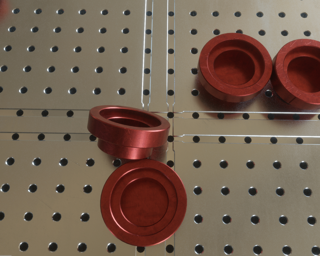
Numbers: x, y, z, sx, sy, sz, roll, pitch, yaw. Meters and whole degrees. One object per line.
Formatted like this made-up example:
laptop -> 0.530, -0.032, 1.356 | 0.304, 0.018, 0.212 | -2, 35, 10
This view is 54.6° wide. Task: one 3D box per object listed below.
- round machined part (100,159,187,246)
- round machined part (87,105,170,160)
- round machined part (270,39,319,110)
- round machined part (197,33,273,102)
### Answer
round machined part -> -0.018, 0.089, 0.370 | 0.099, 0.042, 0.098 | 0, 70, 0
round machined part -> -0.040, 0.006, 0.381 | 0.098, 0.098, 0.042 | 13, 106, 5
round machined part -> 0.198, -0.069, 0.427 | 0.099, 0.042, 0.098 | 1, 71, -4
round machined part -> 0.101, -0.080, 0.433 | 0.099, 0.042, 0.098 | 0, 70, 0
